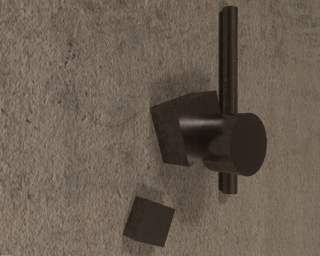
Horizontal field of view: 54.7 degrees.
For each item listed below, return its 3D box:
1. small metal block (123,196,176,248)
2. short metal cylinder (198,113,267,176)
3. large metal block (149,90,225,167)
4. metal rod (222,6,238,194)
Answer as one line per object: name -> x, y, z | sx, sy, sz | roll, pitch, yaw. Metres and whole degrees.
small metal block -> -0.013, 0.120, 0.396 | 0.050, 0.025, 0.050 | 30, 71, -36
short metal cylinder -> 0.096, 0.020, 0.407 | 0.081, 0.050, 0.079 | 0, 91, -41
large metal block -> 0.041, -0.002, 0.425 | 0.081, 0.050, 0.079 | -23, 105, -38
metal rod -> 0.113, -0.044, 0.502 | 0.025, 0.025, 0.298 | 0, 90, -40
